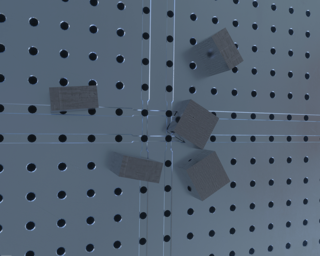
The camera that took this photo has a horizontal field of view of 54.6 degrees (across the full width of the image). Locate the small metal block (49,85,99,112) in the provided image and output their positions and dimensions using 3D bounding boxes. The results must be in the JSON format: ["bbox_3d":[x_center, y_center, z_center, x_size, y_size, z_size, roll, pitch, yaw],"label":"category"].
[{"bbox_3d":[-0.102,-0.033,0.362,0.050,0.050,0.025,-6,92,-20],"label":"small metal block"}]

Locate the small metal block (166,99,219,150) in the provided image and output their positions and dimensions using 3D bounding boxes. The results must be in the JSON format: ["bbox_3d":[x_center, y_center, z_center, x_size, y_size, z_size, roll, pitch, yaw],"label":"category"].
[{"bbox_3d":[0.046,-0.005,0.429,0.050,0.025,0.050,32,80,-17],"label":"small metal block"}]

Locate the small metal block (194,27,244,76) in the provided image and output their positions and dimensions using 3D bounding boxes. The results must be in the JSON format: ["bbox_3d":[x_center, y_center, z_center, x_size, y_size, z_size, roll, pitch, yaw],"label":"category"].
[{"bbox_3d":[0.080,-0.104,0.428,0.025,0.050,0.050,-36,102,-16],"label":"small metal block"}]

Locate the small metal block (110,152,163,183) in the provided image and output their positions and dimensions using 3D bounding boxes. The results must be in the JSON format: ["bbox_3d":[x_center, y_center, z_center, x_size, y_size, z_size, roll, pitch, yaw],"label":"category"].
[{"bbox_3d":[-0.030,0.049,0.388,0.050,0.050,0.025,14,86,-20],"label":"small metal block"}]

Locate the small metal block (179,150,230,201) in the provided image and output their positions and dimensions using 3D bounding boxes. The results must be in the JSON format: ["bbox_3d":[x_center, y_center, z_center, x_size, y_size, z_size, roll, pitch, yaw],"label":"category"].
[{"bbox_3d":[0.063,0.066,0.435,0.050,0.025,0.050,-31,100,-17],"label":"small metal block"}]
